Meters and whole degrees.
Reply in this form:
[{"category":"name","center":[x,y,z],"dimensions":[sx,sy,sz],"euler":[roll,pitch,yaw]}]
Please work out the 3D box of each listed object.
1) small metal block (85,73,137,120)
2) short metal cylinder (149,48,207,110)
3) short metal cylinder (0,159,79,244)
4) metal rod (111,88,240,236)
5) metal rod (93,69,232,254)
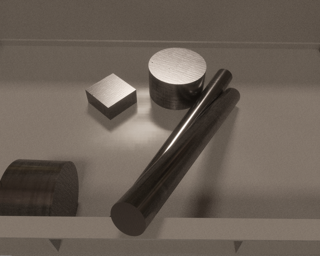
[{"category":"small metal block","center":[-0.069,-0.046,0.443],"dimensions":[0.050,0.025,0.050],"euler":[37,59,26]},{"category":"short metal cylinder","center":[0.024,-0.072,0.450],"dimensions":[0.081,0.050,0.080],"euler":[0,50,0]},{"category":"short metal cylinder","center":[-0.118,0.072,0.307],"dimensions":[0.050,0.080,0.080],"euler":[2,50,2]},{"category":"metal rod","center":[0.042,0.005,0.320],"dimensions":[0.025,0.025,0.302],"euler":[22,28,17]},{"category":"metal rod","center":[0.022,0.018,0.389],"dimensions":[0.025,0.025,0.301],"euler":[25,54,19]}]
